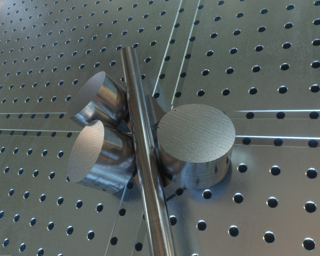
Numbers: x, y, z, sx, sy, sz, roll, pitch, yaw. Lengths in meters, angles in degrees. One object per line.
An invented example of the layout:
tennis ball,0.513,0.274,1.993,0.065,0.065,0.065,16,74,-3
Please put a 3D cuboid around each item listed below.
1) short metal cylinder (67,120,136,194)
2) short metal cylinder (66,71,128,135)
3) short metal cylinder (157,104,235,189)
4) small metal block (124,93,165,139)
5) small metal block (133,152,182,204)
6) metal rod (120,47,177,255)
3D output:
short metal cylinder,-0.072,0.036,0.386,0.080,0.050,0.080,-31,45,38
short metal cylinder,-0.085,-0.033,0.434,0.080,0.050,0.080,-34,33,26
short metal cylinder,0.038,0.019,0.339,0.080,0.050,0.080,-2,49,2
small metal block,-0.017,-0.011,0.420,0.050,0.025,0.050,-37,51,3
small metal block,-0.002,0.057,0.370,0.050,0.025,0.050,-35,51,5
metal rod,-0.022,0.006,0.378,0.025,0.025,0.299,-23,53,14
